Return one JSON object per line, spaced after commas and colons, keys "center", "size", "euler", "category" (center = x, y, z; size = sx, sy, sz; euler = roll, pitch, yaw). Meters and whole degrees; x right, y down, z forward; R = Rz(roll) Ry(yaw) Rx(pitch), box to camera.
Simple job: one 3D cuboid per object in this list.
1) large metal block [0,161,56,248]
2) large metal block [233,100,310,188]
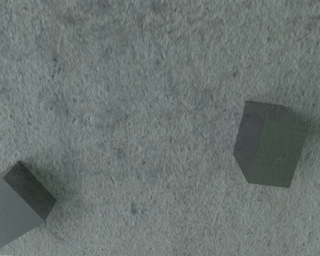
{"center": [-0.210, 0.106, 0.433], "size": [0.080, 0.050, 0.080], "euler": [-32, 107, 11], "category": "large metal block"}
{"center": [0.134, 0.017, 0.389], "size": [0.050, 0.080, 0.079], "euler": [7, 110, -3], "category": "large metal block"}
